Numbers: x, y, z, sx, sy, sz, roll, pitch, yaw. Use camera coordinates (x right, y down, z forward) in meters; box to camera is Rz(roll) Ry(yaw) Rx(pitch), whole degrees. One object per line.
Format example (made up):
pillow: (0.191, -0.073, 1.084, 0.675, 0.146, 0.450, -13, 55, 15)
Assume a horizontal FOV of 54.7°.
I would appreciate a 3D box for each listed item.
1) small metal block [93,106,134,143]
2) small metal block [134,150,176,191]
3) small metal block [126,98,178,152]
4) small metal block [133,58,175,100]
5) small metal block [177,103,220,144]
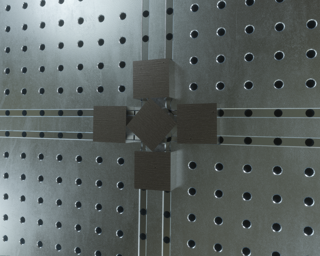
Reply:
small metal block: (-0.065, -0.005, 0.434, 0.050, 0.025, 0.050, 2, 91, 19)
small metal block: (-0.006, 0.056, 0.414, 0.050, 0.025, 0.050, 0, 90, 19)
small metal block: (-0.007, -0.005, 0.414, 0.050, 0.025, 0.050, 44, 103, 14)
small metal block: (-0.008, -0.064, 0.414, 0.050, 0.025, 0.050, -1, 90, 19)
small metal block: (0.049, -0.005, 0.394, 0.050, 0.025, 0.050, 0, 90, 19)
